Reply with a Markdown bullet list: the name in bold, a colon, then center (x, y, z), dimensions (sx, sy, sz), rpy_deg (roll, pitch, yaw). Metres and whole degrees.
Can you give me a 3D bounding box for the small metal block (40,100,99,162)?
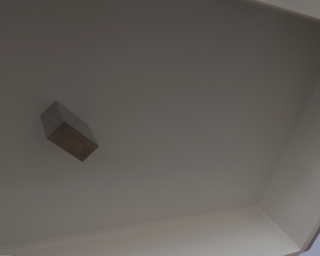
- **small metal block**: center (-0.100, 0.003, 0.341), dimensions (0.025, 0.050, 0.050), rpy_deg (-44, 130, 2)
